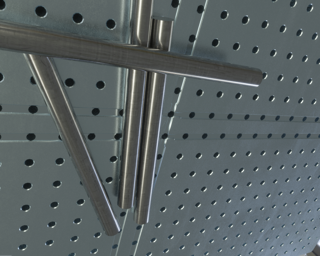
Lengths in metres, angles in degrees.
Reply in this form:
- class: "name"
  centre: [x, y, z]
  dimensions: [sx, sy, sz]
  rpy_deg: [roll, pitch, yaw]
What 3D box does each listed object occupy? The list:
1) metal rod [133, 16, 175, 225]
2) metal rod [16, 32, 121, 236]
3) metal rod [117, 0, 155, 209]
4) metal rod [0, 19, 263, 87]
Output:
- class: "metal rod"
  centre: [-0.013, 0.011, 0.409]
  dimensions: [0.025, 0.025, 0.298]
  rpy_deg: [-7, 122, -25]
- class: "metal rod"
  centre: [-0.097, 0.033, 0.377]
  dimensions: [0.025, 0.025, 0.299]
  rpy_deg: [-23, 127, -15]
- class: "metal rod"
  centre: [-0.033, -0.021, 0.379]
  dimensions: [0.025, 0.025, 0.298]
  rpy_deg: [-7, 122, -25]
- class: "metal rod"
  centre: [-0.007, -0.071, 0.328]
  dimensions: [0.302, 0.025, 0.025]
  rpy_deg: [3, 117, -30]
